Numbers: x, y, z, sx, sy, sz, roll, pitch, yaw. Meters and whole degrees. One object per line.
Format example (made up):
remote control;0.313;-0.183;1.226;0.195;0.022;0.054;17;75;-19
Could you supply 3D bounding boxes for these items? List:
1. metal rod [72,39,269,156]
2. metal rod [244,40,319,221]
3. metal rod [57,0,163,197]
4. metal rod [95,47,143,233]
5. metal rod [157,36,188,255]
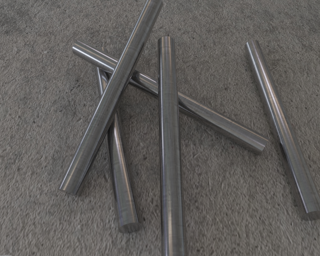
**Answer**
metal rod;0.004;-0.049;0.424;0.301;0.025;0.025;30;56;15
metal rod;0.158;-0.022;0.422;0.025;0.025;0.300;-1;50;-1
metal rod;-0.055;-0.057;0.402;0.025;0.025;0.300;15;66;12
metal rod;-0.063;-0.010;0.410;0.025;0.025;0.300;-10;51;-8
metal rod;0.011;0.011;0.360;0.025;0.025;0.299;-1;60;-1
